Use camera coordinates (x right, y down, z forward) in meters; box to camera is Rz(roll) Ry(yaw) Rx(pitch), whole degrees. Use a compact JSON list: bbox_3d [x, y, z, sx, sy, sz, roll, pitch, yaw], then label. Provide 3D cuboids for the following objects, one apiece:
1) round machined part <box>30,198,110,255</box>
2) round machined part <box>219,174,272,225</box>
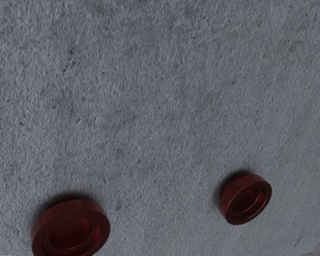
[{"bbox_3d":[-0.120,0.133,0.412,0.099,0.042,0.097,-14,124,-21],"label":"round machined part"},{"bbox_3d":[0.145,0.121,0.550,0.099,0.042,0.097,-14,124,-21],"label":"round machined part"}]
